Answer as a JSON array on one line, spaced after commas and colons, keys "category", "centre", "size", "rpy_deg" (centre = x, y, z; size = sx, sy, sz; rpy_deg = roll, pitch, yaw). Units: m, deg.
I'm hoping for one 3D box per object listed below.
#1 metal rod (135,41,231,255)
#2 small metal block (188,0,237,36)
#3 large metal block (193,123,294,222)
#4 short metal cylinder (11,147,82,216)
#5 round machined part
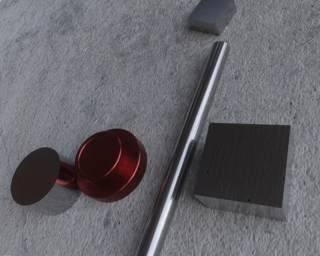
[{"category": "metal rod", "centre": [0.033, 0.019, 0.373], "size": [0.025, 0.025, 0.300], "rpy_deg": [8, 66, 31]}, {"category": "small metal block", "centre": [0.079, -0.171, 0.466], "size": [0.050, 0.025, 0.050], "rpy_deg": [25, 75, 36]}, {"category": "large metal block", "centre": [0.088, 0.043, 0.315], "size": [0.080, 0.050, 0.080], "rpy_deg": [3, 63, 29]}, {"category": "short metal cylinder", "centre": [-0.152, 0.073, 0.421], "size": [0.080, 0.050, 0.080], "rpy_deg": [-13, 56, 21]}, {"category": "round machined part", "centre": [-0.070, 0.043, 0.402], "size": [0.098, 0.042, 0.098], "rpy_deg": [-13, 56, 20]}]
